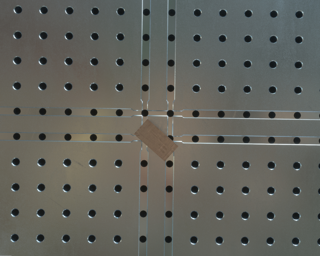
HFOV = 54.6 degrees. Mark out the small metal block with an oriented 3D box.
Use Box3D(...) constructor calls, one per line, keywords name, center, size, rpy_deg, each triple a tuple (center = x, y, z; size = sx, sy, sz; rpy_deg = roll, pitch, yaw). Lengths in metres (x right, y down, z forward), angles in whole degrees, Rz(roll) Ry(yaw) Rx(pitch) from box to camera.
Box3D(name="small metal block", center=(-0.005, 0.015, 0.401), size=(0.050, 0.050, 0.025), rpy_deg=(42, 90, 0))
